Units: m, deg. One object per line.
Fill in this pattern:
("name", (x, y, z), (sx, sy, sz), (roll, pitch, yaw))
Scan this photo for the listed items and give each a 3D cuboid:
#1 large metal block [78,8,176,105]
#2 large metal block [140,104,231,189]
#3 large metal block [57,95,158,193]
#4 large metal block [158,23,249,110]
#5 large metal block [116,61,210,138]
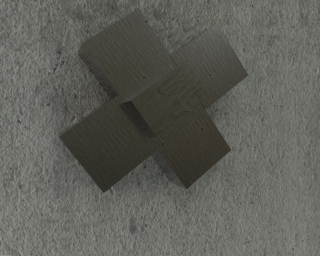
("large metal block", (-0.041, -0.085, 0.382), (0.080, 0.050, 0.080), (-38, 103, -16))
("large metal block", (0.032, 0.020, 0.409), (0.080, 0.050, 0.080), (-38, 103, -16))
("large metal block", (-0.064, 0.017, 0.373), (0.080, 0.050, 0.080), (-38, 103, -16))
("large metal block", (0.057, -0.079, 0.418), (0.080, 0.050, 0.080), (-38, 103, -16))
("large metal block", (0.000, -0.033, 0.382), (0.080, 0.080, 0.050), (-38, 103, -16))
